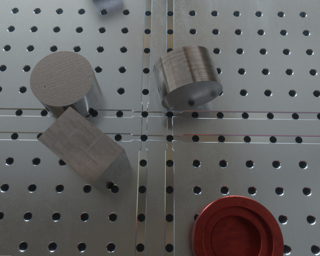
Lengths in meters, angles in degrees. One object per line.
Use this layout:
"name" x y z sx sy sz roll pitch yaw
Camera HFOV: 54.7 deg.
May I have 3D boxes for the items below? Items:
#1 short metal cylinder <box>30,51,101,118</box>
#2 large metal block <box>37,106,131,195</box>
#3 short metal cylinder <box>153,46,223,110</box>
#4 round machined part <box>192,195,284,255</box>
"short metal cylinder" -0.125 -0.056 0.418 0.081 0.050 0.080 0 70 0
"large metal block" -0.085 0.031 0.371 0.080 0.080 0.050 37 74 12
"short metal cylinder" 0.036 -0.063 0.406 0.081 0.080 0.050 -12 71 -5
"round machined part" 0.085 0.130 0.356 0.099 0.042 0.098 0 70 0
